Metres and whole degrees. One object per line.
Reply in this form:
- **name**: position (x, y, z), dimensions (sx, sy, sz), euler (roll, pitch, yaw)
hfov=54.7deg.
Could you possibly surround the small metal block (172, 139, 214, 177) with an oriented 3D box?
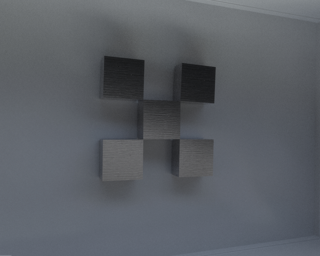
- **small metal block**: position (0.045, 0.040, 0.424), dimensions (0.050, 0.025, 0.050), euler (1, 90, -20)

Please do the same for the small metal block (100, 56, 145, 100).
- **small metal block**: position (-0.048, -0.061, 0.391), dimensions (0.050, 0.025, 0.050), euler (2, 90, -20)

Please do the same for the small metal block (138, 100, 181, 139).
- **small metal block**: position (-0.001, -0.011, 0.407), dimensions (0.050, 0.025, 0.050), euler (0, 90, -20)

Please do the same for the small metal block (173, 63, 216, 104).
- **small metal block**: position (0.047, -0.059, 0.425), dimensions (0.050, 0.025, 0.050), euler (3, 89, -20)

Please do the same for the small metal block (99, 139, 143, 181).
- **small metal block**: position (-0.049, 0.039, 0.390), dimensions (0.050, 0.025, 0.050), euler (1, 90, -20)
